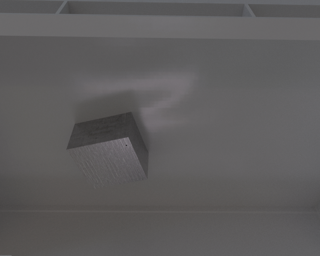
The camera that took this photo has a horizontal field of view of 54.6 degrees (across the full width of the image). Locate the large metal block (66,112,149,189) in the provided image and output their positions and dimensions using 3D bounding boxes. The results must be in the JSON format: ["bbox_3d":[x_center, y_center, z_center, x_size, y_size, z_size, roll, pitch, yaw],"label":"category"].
[{"bbox_3d":[-0.066,0.032,0.419,0.080,0.050,0.080,-12,129,9],"label":"large metal block"}]
